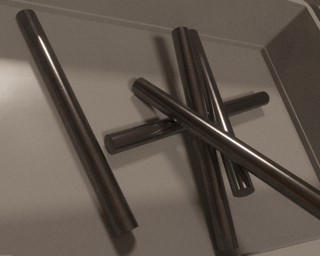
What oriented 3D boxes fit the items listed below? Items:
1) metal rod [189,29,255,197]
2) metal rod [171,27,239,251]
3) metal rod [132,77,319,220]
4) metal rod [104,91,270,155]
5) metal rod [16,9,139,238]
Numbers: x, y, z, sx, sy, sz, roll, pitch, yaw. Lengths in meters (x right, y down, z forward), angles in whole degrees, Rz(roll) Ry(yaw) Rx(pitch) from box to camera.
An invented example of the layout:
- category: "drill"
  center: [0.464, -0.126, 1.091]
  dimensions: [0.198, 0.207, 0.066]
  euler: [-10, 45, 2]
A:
- category: "metal rod"
  center: [0.074, -0.043, 0.443]
  dimensions: [0.025, 0.025, 0.300]
  euler: [10, 48, -24]
- category: "metal rod"
  center: [0.055, 0.001, 0.407]
  dimensions: [0.025, 0.025, 0.299]
  euler: [-1, 71, -29]
- category: "metal rod"
  center: [0.079, 0.019, 0.362]
  dimensions: [0.300, 0.025, 0.025]
  euler: [36, 46, 27]
- category: "metal rod"
  center: [0.060, -0.016, 0.449]
  dimensions: [0.302, 0.025, 0.025]
  euler: [-17, 71, -35]
- category: "metal rod"
  center: [-0.103, -0.018, 0.361]
  dimensions: [0.025, 0.025, 0.299]
  euler: [-18, 71, -35]
